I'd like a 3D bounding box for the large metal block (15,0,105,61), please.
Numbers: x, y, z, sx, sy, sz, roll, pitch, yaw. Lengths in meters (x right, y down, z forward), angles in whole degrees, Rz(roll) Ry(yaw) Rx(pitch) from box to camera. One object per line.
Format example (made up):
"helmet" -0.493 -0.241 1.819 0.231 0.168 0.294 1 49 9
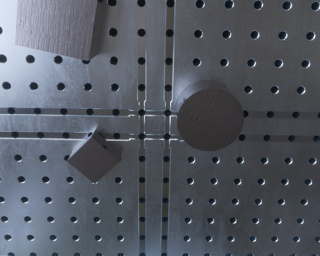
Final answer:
"large metal block" -0.110 -0.128 0.351 0.081 0.050 0.079 12 110 -5

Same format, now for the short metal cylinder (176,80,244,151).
"short metal cylinder" 0.060 -0.017 0.395 0.081 0.050 0.079 0 110 -1

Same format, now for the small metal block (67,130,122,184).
"small metal block" -0.090 0.040 0.427 0.050 0.025 0.050 -43 105 14
